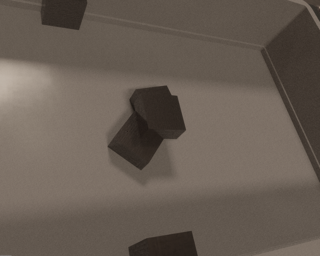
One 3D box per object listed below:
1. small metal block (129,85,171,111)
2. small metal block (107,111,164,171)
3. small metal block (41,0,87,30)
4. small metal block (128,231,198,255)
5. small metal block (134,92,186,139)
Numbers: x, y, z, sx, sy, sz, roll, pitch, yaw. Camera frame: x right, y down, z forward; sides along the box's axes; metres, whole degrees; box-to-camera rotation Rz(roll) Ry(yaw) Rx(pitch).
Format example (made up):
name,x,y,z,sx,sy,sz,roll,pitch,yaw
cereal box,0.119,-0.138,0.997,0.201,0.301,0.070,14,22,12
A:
name,x,y,z,sx,sy,sz,roll,pitch,yaw
small metal block,-0.006,-0.028,0.421,0.050,0.025,0.050,-12,68,-34
small metal block,-0.028,0.015,0.383,0.050,0.025,0.050,36,51,-4
small metal block,-0.131,-0.163,0.420,0.050,0.050,0.025,0,62,-29
small metal block,0.002,0.126,0.315,0.050,0.050,0.025,1,61,-28
small metal block,-0.001,-0.014,0.383,0.050,0.025,0.050,2,61,-28
